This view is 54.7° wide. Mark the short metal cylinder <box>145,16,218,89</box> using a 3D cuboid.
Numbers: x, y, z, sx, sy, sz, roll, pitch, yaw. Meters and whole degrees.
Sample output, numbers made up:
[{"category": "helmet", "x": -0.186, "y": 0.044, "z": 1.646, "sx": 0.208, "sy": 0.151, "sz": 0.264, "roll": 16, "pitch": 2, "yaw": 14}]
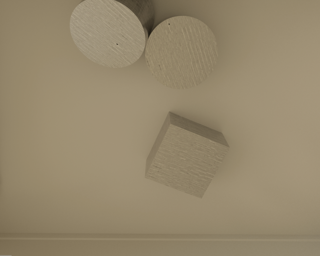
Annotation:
[{"category": "short metal cylinder", "x": 0.024, "y": -0.090, "z": 0.365, "sx": 0.081, "sy": 0.050, "sz": 0.079, "roll": 0, "pitch": 110, "yaw": -1}]

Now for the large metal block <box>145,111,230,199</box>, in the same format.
[{"category": "large metal block", "x": 0.033, "y": 0.035, "z": 0.412, "sx": 0.080, "sy": 0.050, "sz": 0.079, "roll": 22, "pitch": 108, "yaw": -8}]

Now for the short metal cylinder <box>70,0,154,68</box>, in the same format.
[{"category": "short metal cylinder", "x": -0.050, "y": -0.114, "z": 0.339, "sx": 0.080, "sy": 0.050, "sz": 0.080, "roll": 7, "pitch": 136, "yaw": 7}]
